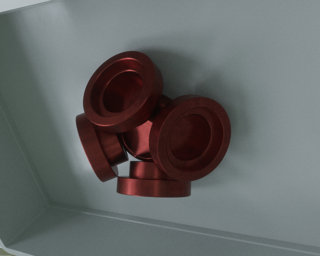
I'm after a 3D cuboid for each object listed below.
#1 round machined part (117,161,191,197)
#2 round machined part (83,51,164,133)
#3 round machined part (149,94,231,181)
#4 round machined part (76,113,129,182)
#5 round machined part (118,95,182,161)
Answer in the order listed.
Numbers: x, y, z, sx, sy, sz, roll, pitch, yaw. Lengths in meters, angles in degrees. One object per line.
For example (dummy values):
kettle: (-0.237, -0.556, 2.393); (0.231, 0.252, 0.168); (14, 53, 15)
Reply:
round machined part: (-0.007, 0.066, 0.415); (0.098, 0.098, 0.042); (-1, 82, 28)
round machined part: (-0.039, -0.038, 0.367); (0.098, 0.098, 0.042); (-4, 154, 29)
round machined part: (0.031, 0.009, 0.361); (0.042, 0.099, 0.097); (28, 139, 58)
round machined part: (-0.074, 0.021, 0.422); (0.042, 0.098, 0.097); (-22, 112, -4)
round machined part: (-0.015, 0.005, 0.404); (0.098, 0.042, 0.097); (13, 124, 20)
